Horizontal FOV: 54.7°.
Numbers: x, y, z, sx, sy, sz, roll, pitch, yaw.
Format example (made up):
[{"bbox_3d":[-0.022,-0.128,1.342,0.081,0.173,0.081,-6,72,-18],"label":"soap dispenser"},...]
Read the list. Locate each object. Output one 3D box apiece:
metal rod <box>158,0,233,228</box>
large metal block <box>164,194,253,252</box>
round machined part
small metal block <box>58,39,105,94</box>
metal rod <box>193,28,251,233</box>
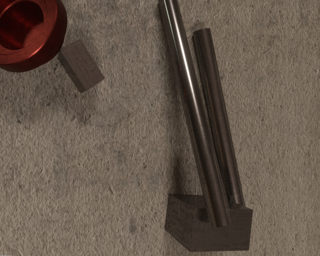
[{"bbox_3d":[0.039,-0.034,0.380,0.025,0.025,0.299,-7,76,-20],"label":"metal rod"},{"bbox_3d":[0.060,0.120,0.404,0.081,0.080,0.050,7,88,-20],"label":"large metal block"},{"bbox_3d":[-0.143,-0.105,0.331,0.098,0.042,0.098,-3,78,13],"label":"round machined part"},{"bbox_3d":[-0.093,-0.070,0.362,0.025,0.050,0.050,-35,102,-17],"label":"small metal block"},{"bbox_3d":[0.089,0.010,0.443,0.025,0.025,0.298,-14,95,-20],"label":"metal rod"}]
